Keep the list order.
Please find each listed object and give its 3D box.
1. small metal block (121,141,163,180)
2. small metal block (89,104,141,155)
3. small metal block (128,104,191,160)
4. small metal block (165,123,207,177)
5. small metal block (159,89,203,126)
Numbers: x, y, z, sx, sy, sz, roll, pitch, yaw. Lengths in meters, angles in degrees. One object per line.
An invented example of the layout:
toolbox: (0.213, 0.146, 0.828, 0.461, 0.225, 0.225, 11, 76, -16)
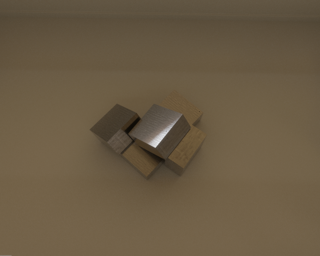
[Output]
small metal block: (-0.018, 0.030, 0.397, 0.050, 0.025, 0.050, 40, 75, 13)
small metal block: (-0.054, 0.000, 0.394, 0.050, 0.025, 0.050, -46, 38, -15)
small metal block: (-0.001, 0.003, 0.367, 0.050, 0.025, 0.050, 24, 68, 44)
small metal block: (0.031, 0.028, 0.384, 0.025, 0.050, 0.050, 34, 73, 11)
small metal block: (0.021, -0.014, 0.413, 0.050, 0.025, 0.050, 40, 75, 13)
